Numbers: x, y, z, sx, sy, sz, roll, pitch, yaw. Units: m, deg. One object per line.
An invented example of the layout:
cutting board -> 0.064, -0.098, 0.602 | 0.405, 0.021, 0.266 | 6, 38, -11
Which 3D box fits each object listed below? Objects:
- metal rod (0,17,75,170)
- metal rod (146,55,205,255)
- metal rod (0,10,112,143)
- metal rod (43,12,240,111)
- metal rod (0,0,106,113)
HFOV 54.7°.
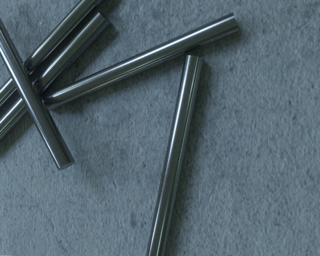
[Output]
metal rod -> -0.202, -0.075, 0.450 | 0.025, 0.025, 0.299 | -33, 80, 16
metal rod -> 0.016, 0.057, 0.402 | 0.025, 0.025, 0.298 | 12, 94, 19
metal rod -> -0.185, -0.059, 0.472 | 0.299, 0.025, 0.025 | -42, 77, 15
metal rod -> -0.042, -0.082, 0.422 | 0.300, 0.025, 0.025 | -19, 84, 18
metal rod -> -0.182, -0.108, 0.471 | 0.300, 0.025, 0.025 | -40, 78, 15
